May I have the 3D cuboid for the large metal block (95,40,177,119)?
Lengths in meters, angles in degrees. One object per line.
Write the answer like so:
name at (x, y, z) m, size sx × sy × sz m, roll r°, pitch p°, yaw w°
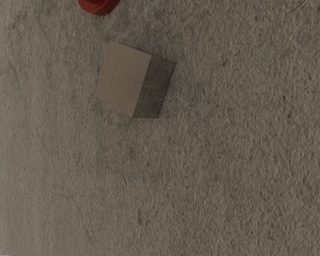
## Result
large metal block at (-0.035, -0.065, 0.417) m, size 0.080 × 0.050 × 0.079 m, roll 30°, pitch 109°, yaw 36°

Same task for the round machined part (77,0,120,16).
round machined part at (-0.101, -0.228, 0.477) m, size 0.098 × 0.042 × 0.097 m, roll 0°, pitch 90°, yaw 40°
